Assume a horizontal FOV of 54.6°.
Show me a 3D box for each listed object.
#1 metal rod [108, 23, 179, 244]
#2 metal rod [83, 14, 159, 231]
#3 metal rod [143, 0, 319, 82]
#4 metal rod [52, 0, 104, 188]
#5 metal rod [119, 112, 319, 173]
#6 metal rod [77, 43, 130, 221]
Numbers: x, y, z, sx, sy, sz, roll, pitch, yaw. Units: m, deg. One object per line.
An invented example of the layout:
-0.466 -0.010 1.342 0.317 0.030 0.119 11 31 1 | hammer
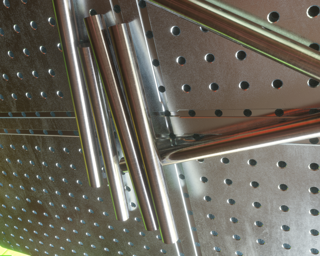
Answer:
-0.017 0.019 0.405 0.025 0.025 0.298 -3 109 30 | metal rod
-0.045 0.005 0.414 0.025 0.025 0.298 -4 109 30 | metal rod
0.091 -0.091 0.307 0.301 0.025 0.025 28 128 10 | metal rod
-0.113 -0.035 0.449 0.025 0.025 0.298 11 123 22 | metal rod
0.066 0.024 0.390 0.300 0.025 0.025 -15 111 34 | metal rod
-0.079 0.024 0.468 0.025 0.025 0.298 8 122 24 | metal rod
